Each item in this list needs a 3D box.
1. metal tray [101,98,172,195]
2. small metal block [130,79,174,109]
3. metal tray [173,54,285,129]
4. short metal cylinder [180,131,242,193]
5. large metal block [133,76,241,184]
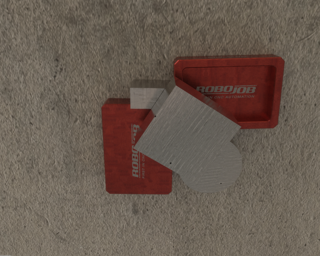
[{"bbox_3d":[-0.028,0.026,0.419,0.091,0.030,0.129,1,110,0],"label":"metal tray"},{"bbox_3d":[-0.009,-0.043,0.382,0.050,0.050,0.025,1,110,-1],"label":"small metal block"},{"bbox_3d":[0.083,-0.045,0.392,0.131,0.030,0.089,-2,110,0],"label":"metal tray"},{"bbox_3d":[0.063,0.039,0.412,0.080,0.050,0.079,0,110,0],"label":"short metal cylinder"},{"bbox_3d":[0.028,0.001,0.344,0.080,0.050,0.080,31,107,-11],"label":"large metal block"}]
